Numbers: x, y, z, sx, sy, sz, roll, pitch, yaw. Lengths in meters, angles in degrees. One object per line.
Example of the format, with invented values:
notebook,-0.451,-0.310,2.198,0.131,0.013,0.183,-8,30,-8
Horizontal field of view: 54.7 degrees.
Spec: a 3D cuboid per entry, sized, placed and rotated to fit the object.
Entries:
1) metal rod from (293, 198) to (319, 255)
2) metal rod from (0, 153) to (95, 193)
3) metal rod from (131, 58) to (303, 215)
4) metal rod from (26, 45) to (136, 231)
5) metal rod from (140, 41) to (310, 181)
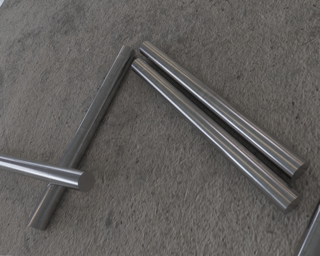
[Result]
metal rod,0.199,0.002,0.297,0.025,0.025,0.300,23,73,36
metal rod,-0.205,0.056,0.454,0.300,0.025,0.025,4,63,37
metal rod,0.046,-0.012,0.386,0.025,0.025,0.300,-42,51,-1
metal rod,-0.108,0.002,0.459,0.025,0.025,0.300,11,67,33
metal rod,0.058,-0.042,0.398,0.025,0.025,0.300,-42,51,-1
